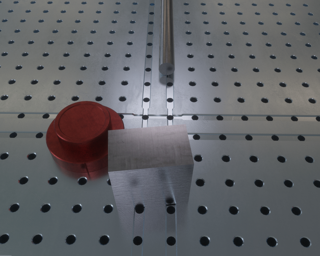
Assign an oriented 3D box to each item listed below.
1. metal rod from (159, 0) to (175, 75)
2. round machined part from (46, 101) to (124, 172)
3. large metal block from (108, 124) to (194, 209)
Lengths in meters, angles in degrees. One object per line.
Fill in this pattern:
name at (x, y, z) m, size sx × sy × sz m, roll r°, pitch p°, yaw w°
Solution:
metal rod at (0.013, -0.207, 0.581) m, size 0.025 × 0.025 × 0.300 m, roll 1°, pitch 50°, yaw 0°
round machined part at (-0.095, 0.004, 0.393) m, size 0.099 × 0.042 × 0.098 m, roll 0°, pitch 50°, yaw 0°
large metal block at (-0.010, 0.044, 0.335) m, size 0.081 × 0.080 × 0.050 m, roll -5°, pitch 50°, yaw -4°
